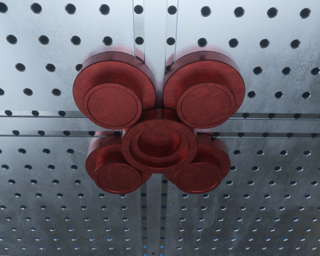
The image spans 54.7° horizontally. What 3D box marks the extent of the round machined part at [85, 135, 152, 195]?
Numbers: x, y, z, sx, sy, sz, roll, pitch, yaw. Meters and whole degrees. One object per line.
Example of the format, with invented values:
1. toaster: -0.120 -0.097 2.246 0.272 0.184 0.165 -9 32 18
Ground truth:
1. round machined part: -0.059 0.060 0.451 0.099 0.042 0.097 -1 130 0

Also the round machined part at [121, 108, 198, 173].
1. round machined part: -0.001 0.013 0.409 0.099 0.042 0.097 -1 130 0

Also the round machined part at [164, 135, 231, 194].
1. round machined part: 0.054 0.059 0.451 0.099 0.042 0.097 -1 130 0

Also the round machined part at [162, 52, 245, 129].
1. round machined part: 0.052 -0.037 0.369 0.099 0.042 0.097 -1 130 0

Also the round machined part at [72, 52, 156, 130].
1. round machined part: -0.054 -0.036 0.368 0.099 0.042 0.097 -1 130 0
